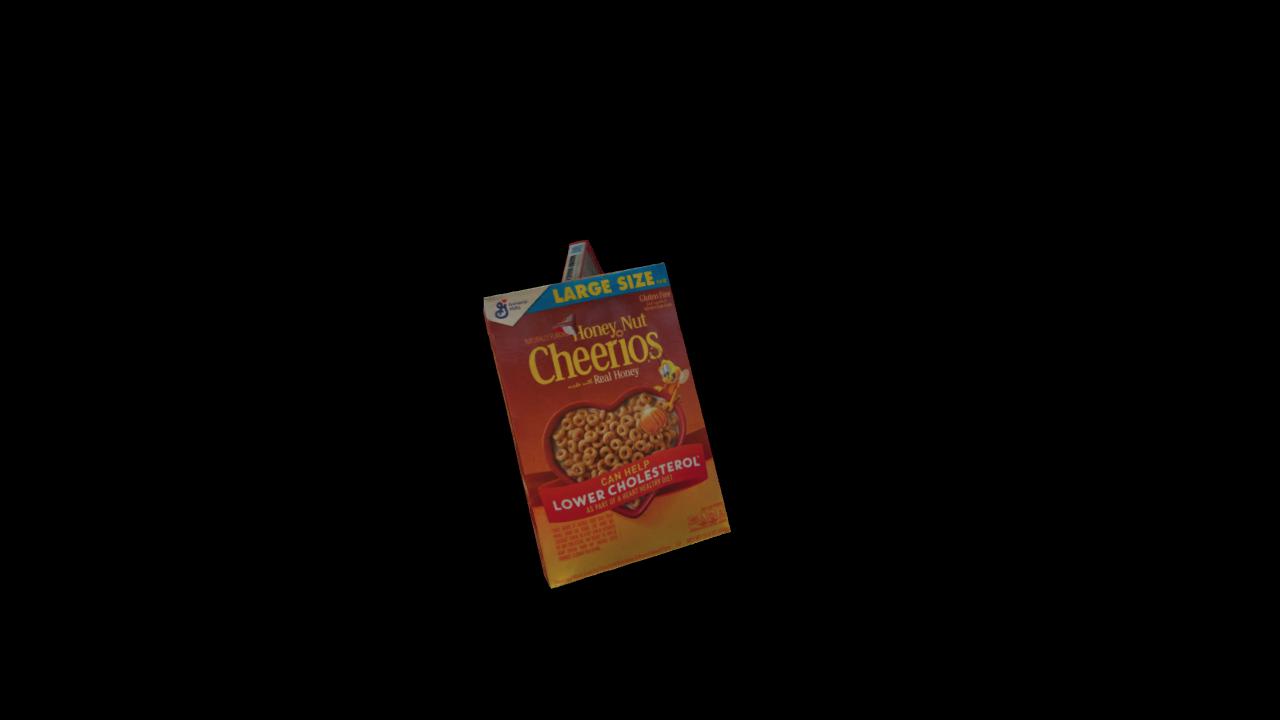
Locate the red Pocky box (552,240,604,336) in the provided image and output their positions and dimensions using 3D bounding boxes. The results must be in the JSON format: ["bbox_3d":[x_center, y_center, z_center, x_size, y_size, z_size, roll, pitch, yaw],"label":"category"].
[{"bbox_3d":[-0.064,-0.061,0.707,0.028,0.155,0.083,-12,-47,16],"label":"red Pocky box"}]

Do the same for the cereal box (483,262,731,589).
[{"bbox_3d":[-0.039,0.062,0.669,0.203,0.306,0.081,-12,-3,-15],"label":"cereal box"}]
